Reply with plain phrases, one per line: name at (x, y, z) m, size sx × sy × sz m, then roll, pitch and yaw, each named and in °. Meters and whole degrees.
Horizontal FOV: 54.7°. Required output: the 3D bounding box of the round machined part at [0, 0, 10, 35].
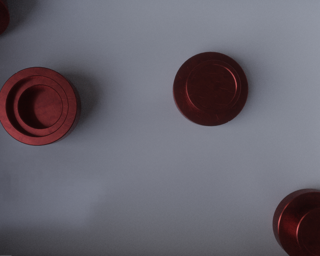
round machined part at (-0.240, -0.152, 0.376) m, size 0.098 × 0.098 × 0.042 m, roll -18°, pitch 70°, yaw 0°

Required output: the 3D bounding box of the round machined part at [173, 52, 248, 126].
round machined part at (0.067, -0.051, 0.403) m, size 0.099 × 0.042 × 0.097 m, roll 0°, pitch 90°, yaw 0°

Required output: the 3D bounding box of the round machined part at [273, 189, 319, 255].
round machined part at (0.204, 0.132, 0.404) m, size 0.099 × 0.042 × 0.097 m, roll 0°, pitch 90°, yaw 0°

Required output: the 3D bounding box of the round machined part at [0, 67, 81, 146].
round machined part at (-0.151, -0.027, 0.402) m, size 0.099 × 0.042 × 0.097 m, roll 0°, pitch 90°, yaw 0°
